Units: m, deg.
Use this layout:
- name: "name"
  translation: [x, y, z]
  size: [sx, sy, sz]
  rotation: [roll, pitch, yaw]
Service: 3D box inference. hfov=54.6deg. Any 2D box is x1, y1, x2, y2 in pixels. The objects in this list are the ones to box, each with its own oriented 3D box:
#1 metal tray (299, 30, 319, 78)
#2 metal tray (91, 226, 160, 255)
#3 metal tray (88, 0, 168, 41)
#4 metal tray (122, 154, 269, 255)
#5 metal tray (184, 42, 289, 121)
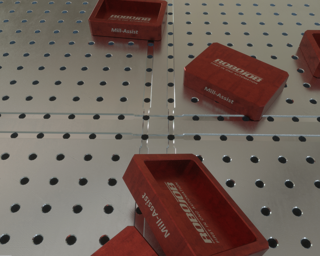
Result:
- name: "metal tray"
  translation: [0.310, -0.123, 0.508]
  size: [0.131, 0.030, 0.090]
  rotation: [0, 50, 0]
- name: "metal tray"
  translation: [-0.020, 0.155, 0.251]
  size: [0.090, 0.030, 0.130]
  rotation: [-35, 46, -19]
- name: "metal tray"
  translation: [-0.056, -0.206, 0.576]
  size: [0.131, 0.030, 0.090]
  rotation: [6, 50, 5]
- name: "metal tray"
  translation: [0.031, 0.079, 0.303]
  size: [0.091, 0.030, 0.130]
  rotation: [3, 35, -39]
- name: "metal tray"
  translation: [0.112, -0.075, 0.468]
  size: [0.130, 0.030, 0.090]
  rotation: [31, 56, 23]
